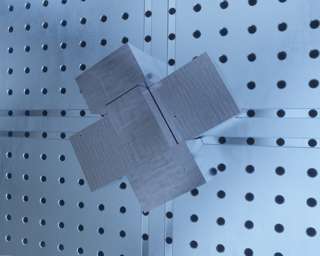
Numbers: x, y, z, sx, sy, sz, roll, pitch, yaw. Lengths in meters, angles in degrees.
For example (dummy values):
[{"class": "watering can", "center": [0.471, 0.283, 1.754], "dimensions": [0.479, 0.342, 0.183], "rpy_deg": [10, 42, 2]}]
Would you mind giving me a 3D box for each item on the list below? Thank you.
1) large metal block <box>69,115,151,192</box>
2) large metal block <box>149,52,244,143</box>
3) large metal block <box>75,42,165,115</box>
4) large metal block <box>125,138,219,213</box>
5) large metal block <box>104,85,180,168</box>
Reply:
[{"class": "large metal block", "center": [-0.064, 0.031, 0.423], "dimensions": [0.080, 0.050, 0.080], "rpy_deg": [-28, 80, 18]}, {"class": "large metal block", "center": [0.046, -0.034, 0.383], "dimensions": [0.080, 0.050, 0.080], "rpy_deg": [-30, 82, 17]}, {"class": "large metal block", "center": [-0.046, -0.057, 0.399], "dimensions": [0.080, 0.080, 0.050], "rpy_deg": [-30, 80, 18]}, {"class": "large metal block", "center": [0.018, 0.055, 0.377], "dimensions": [0.080, 0.080, 0.050], "rpy_deg": [-30, 80, 17]}, {"class": "large metal block", "center": [-0.013, -0.002, 0.388], "dimensions": [0.050, 0.080, 0.080], "rpy_deg": [-30, 80, 18]}]
